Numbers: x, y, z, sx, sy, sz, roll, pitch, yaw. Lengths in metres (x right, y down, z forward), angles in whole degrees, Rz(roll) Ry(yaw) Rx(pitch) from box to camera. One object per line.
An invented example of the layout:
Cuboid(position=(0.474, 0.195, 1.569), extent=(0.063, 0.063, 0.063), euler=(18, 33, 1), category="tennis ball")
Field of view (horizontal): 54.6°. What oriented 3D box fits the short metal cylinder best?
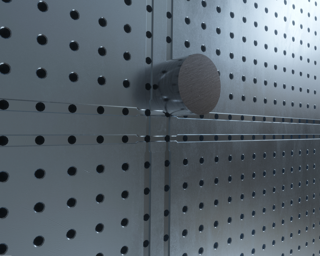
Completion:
Cuboid(position=(0.037, -0.057, 0.423), extent=(0.081, 0.050, 0.080), euler=(0, 90, -40), category="short metal cylinder")
